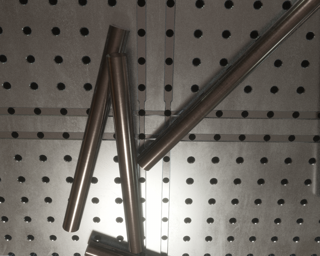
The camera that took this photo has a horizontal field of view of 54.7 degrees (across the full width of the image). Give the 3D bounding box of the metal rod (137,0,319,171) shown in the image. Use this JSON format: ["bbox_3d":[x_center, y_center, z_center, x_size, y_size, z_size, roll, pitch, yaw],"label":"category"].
[{"bbox_3d":[0.079,-0.052,0.395,0.025,0.025,0.299,42,104,-14],"label":"metal rod"}]

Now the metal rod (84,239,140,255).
[{"bbox_3d":[0.026,0.241,0.502,0.302,0.025,0.025,22,108,-9],"label":"metal rod"}]

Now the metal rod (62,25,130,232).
[{"bbox_3d":[-0.091,0.015,0.417,0.025,0.025,0.298,16,109,-6],"label":"metal rod"}]

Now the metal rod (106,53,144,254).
[{"bbox_3d":[-0.043,0.051,0.418,0.025,0.025,0.298,-2,115,0],"label":"metal rod"}]
